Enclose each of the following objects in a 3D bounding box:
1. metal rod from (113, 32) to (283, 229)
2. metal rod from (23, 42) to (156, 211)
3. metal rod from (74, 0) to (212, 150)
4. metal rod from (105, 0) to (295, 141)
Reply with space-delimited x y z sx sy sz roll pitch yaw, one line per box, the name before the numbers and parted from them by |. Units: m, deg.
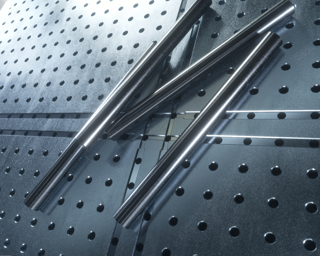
metal rod | 0.051 -0.002 0.383 0.300 0.025 0.025 -49 51 -7
metal rod | -0.093 -0.008 0.463 0.025 0.025 0.300 30 78 37
metal rod | -0.016 -0.092 0.455 0.025 0.025 0.300 25 69 37
metal rod | 0.051 -0.077 0.429 0.300 0.025 0.025 -35 51 4
